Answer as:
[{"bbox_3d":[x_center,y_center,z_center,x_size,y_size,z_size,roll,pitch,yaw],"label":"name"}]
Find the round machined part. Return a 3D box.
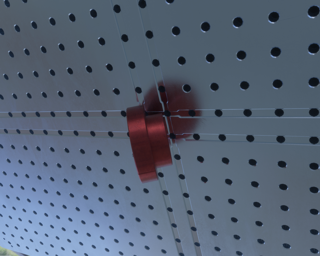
[{"bbox_3d":[-0.011,0.018,0.394,0.042,0.098,0.097,-12,117,-1],"label":"round machined part"}]
